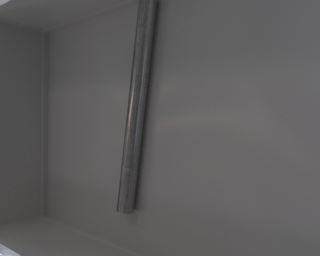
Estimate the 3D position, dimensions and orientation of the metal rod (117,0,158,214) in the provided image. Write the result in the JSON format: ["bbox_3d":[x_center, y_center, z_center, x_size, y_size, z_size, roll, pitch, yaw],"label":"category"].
[{"bbox_3d":[-0.033,-0.028,0.435,0.025,0.025,0.298,11,97,39],"label":"metal rod"}]
